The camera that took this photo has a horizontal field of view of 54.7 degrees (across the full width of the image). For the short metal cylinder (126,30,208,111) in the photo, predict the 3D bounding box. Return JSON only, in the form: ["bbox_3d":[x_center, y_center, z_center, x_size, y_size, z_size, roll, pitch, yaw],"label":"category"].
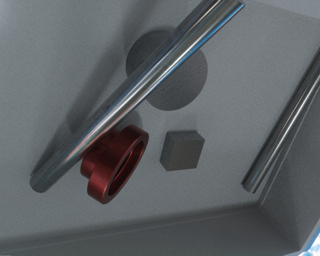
[{"bbox_3d":[0.007,-0.066,0.357,0.081,0.050,0.079,-14,125,-21],"label":"short metal cylinder"}]

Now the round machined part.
[{"bbox_3d":[-0.057,0.038,0.369,0.098,0.042,0.098,-57,169,-16],"label":"round machined part"}]

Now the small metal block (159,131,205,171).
[{"bbox_3d":[0.032,0.033,0.448,0.050,0.025,0.050,-2,119,-28],"label":"small metal block"}]

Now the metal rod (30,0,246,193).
[{"bbox_3d":[-0.046,-0.015,0.299,0.025,0.025,0.299,24,129,-37],"label":"metal rod"}]

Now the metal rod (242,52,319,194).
[{"bbox_3d":[0.220,-0.016,0.522,0.025,0.025,0.298,10,113,-33],"label":"metal rod"}]
